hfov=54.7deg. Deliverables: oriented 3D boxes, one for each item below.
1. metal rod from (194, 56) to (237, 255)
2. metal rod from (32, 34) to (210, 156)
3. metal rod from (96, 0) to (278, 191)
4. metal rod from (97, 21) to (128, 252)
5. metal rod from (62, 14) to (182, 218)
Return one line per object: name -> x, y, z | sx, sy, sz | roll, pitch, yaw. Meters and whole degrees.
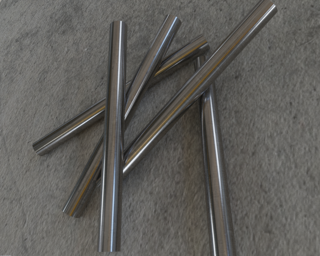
metal rod -> 0.060, 0.037, 0.348 | 0.025, 0.025, 0.299 | -13, 56, 20
metal rod -> -0.061, -0.045, 0.462 | 0.300, 0.025, 0.025 | -32, 52, 7
metal rod -> 0.029, -0.035, 0.380 | 0.300, 0.025, 0.025 | -48, 51, 5
metal rod -> -0.057, -0.007, 0.386 | 0.025, 0.025, 0.299 | -10, 66, 22
metal rod -> -0.047, -0.022, 0.419 | 0.025, 0.025, 0.299 | 20, 79, 35
